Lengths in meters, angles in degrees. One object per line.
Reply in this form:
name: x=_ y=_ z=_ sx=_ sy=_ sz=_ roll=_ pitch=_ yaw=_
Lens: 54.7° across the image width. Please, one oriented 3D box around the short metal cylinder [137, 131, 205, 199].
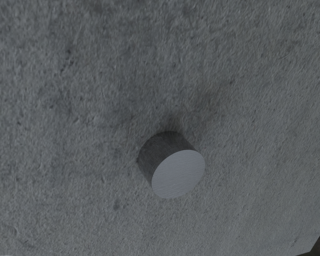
short metal cylinder: x=0.015 y=0.051 z=0.432 sx=0.081 sy=0.050 sz=0.079 roll=-14 pitch=125 yaw=-21
